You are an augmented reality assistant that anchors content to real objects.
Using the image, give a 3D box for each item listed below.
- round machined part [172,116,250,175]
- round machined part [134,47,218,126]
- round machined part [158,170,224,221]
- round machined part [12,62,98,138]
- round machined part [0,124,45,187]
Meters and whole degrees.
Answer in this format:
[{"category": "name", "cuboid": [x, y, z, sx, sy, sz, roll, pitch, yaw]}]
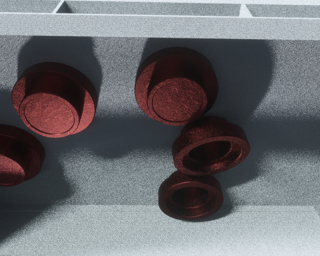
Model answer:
[{"category": "round machined part", "cuboid": [0.064, 0.021, 0.406, 0.099, 0.042, 0.097, -7, 144, -5]}, {"category": "round machined part", "cuboid": [0.019, -0.041, 0.363, 0.099, 0.042, 0.097, -1, 130, 0]}, {"category": "round machined part", "cuboid": [0.046, 0.099, 0.483, 0.099, 0.042, 0.097, -1, 130, 0]}, {"category": "round machined part", "cuboid": [-0.128, -0.026, 0.374, 0.099, 0.042, 0.097, -1, 130, 0]}, {"category": "round machined part", "cuboid": [-0.217, 0.045, 0.433, 0.099, 0.042, 0.097, -1, 130, 0]}]
